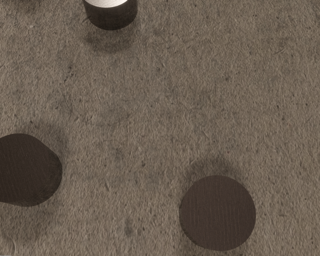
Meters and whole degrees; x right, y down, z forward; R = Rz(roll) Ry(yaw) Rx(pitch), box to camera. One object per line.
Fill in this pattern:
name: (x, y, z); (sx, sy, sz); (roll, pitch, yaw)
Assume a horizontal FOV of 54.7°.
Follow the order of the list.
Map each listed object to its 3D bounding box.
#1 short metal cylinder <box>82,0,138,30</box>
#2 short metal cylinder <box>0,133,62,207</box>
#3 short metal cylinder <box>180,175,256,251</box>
short metal cylinder: (-0.076, -0.196, 0.465); (0.081, 0.050, 0.080); (0, 70, 0)
short metal cylinder: (-0.166, 0.052, 0.374); (0.081, 0.050, 0.080); (0, 70, 0)
short metal cylinder: (0.064, 0.099, 0.359); (0.081, 0.050, 0.080); (0, 70, 0)
